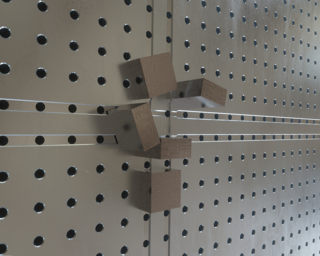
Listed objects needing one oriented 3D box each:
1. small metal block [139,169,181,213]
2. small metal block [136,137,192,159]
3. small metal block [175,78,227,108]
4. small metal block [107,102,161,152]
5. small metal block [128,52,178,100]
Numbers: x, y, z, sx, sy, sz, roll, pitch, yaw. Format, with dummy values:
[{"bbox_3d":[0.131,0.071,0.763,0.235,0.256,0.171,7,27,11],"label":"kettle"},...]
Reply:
[{"bbox_3d":[0.001,0.081,0.409,0.050,0.025,0.050,1,90,-40],"label":"small metal block"},{"bbox_3d":[0.004,0.025,0.396,0.050,0.050,0.025,2,89,-40],"label":"small metal block"},{"bbox_3d":[0.058,-0.048,0.440,0.050,0.050,0.025,17,79,-39],"label":"small metal block"},{"bbox_3d":[-0.031,-0.001,0.366,0.025,0.050,0.050,-27,107,-37],"label":"small metal block"},{"bbox_3d":[-0.008,-0.068,0.401,0.050,0.025,0.050,-23,105,-38],"label":"small metal block"}]
